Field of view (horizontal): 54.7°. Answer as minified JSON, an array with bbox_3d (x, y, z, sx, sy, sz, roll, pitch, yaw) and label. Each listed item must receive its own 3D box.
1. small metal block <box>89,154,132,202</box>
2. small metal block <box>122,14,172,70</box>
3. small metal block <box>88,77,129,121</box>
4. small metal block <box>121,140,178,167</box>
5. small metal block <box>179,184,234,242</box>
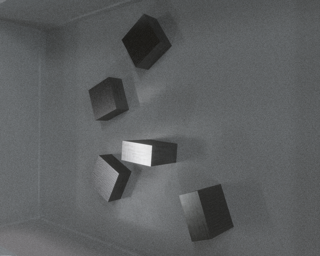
[{"bbox_3d":[-0.076,0.074,0.467,0.050,0.025,0.050,35,111,34],"label":"small metal block"},{"bbox_3d":[-0.019,-0.116,0.420,0.050,0.025,0.050,-40,66,32],"label":"small metal block"},{"bbox_3d":[-0.078,-0.043,0.469,0.050,0.025,0.050,-24,75,37],"label":"small metal block"},{"bbox_3d":[-0.013,0.031,0.400,0.050,0.050,0.025,7,95,39],"label":"small metal block"},{"bbox_3d":[0.053,0.093,0.346,0.025,0.050,0.050,-25,75,37],"label":"small metal block"}]
